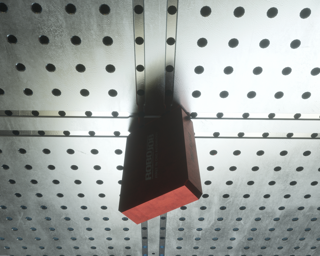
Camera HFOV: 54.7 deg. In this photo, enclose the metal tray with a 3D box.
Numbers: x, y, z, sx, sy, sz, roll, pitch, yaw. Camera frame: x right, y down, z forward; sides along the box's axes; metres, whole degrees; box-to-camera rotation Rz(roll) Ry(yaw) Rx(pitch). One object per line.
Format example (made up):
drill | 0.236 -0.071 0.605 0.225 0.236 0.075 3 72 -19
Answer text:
metal tray | -0.001 0.041 0.378 0.090 0.130 0.030 -28 125 21
